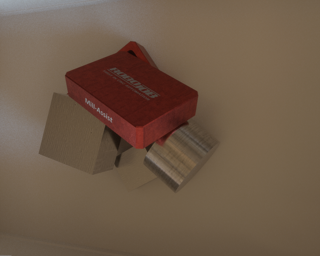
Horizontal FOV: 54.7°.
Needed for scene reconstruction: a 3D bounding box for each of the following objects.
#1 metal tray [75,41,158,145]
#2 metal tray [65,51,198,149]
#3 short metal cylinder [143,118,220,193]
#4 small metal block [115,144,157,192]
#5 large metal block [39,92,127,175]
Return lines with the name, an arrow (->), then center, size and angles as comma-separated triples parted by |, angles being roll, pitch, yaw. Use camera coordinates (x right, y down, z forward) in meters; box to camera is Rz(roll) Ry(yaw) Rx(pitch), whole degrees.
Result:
metal tray -> -0.057, -0.043, 0.425 | 0.130, 0.030, 0.090 | -35, 79, 16
metal tray -> -0.034, -0.039, 0.354 | 0.130, 0.091, 0.030 | 35, 140, 31
short metal cylinder -> 0.026, 0.031, 0.370 | 0.050, 0.080, 0.080 | 41, 103, 15
small metal block -> -0.028, 0.051, 0.418 | 0.050, 0.025, 0.050 | -30, 80, 17
large metal block -> -0.096, 0.005, 0.394 | 0.080, 0.050, 0.080 | 17, 96, 18
